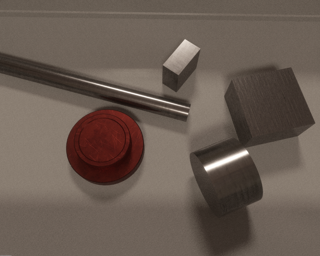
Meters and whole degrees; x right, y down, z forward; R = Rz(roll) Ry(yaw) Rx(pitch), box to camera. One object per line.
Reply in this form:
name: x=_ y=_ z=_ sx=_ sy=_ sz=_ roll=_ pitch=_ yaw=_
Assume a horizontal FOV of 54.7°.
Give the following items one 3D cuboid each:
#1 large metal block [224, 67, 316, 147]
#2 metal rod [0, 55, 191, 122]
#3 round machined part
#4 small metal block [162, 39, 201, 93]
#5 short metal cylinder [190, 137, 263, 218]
large metal block: x=0.140 y=-0.025 z=0.407 sx=0.081 sy=0.050 sz=0.080 roll=-12 pitch=71 yaw=-5
metal rod: x=-0.107 y=-0.059 z=0.429 sx=0.302 sy=0.025 sz=0.025 roll=15 pitch=71 yaw=5
round machined part: x=-0.070 y=0.021 z=0.392 sx=0.099 sy=0.042 sz=0.098 roll=0 pitch=70 yaw=-1
small metal block: x=0.028 y=-0.085 z=0.428 sx=0.025 sy=0.050 sz=0.050 roll=35 pitch=74 yaw=11
short metal cylinder: x=0.075 y=0.057 z=0.361 sx=0.050 sy=0.080 sz=0.080 roll=-21 pitch=72 yaw=-8
